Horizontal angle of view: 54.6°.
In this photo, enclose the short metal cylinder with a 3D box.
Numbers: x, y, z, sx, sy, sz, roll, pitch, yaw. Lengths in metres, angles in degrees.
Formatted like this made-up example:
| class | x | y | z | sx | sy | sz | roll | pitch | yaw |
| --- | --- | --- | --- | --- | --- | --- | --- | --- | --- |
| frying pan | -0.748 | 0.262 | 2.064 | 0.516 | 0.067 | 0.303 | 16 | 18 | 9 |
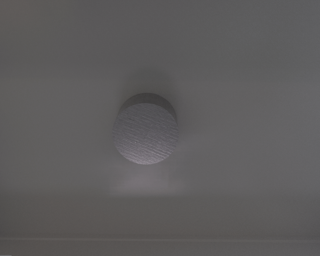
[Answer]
| class | x | y | z | sx | sy | sz | roll | pitch | yaw |
| --- | --- | --- | --- | --- | --- | --- | --- | --- | --- |
| short metal cylinder | -0.017 | 0.000 | 0.398 | 0.080 | 0.050 | 0.079 | 0 | 110 | 0 |
